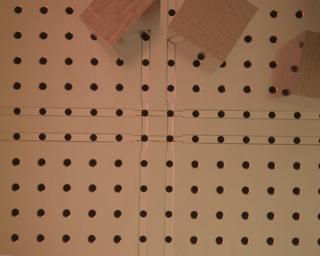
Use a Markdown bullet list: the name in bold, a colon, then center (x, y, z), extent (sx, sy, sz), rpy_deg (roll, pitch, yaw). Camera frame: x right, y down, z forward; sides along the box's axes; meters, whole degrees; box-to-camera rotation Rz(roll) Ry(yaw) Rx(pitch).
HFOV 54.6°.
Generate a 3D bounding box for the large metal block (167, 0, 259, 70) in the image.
- **large metal block**: center (0.065, -0.134, 0.401), extent (0.080, 0.050, 0.080), rpy_deg (33, 90, 0)

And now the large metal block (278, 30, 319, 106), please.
- **large metal block**: center (0.210, -0.073, 0.402), extent (0.080, 0.050, 0.080), rpy_deg (11, 90, 0)

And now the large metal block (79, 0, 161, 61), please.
- **large metal block**: center (-0.045, -0.137, 0.386), extent (0.050, 0.080, 0.080), rpy_deg (42, 90, 0)
